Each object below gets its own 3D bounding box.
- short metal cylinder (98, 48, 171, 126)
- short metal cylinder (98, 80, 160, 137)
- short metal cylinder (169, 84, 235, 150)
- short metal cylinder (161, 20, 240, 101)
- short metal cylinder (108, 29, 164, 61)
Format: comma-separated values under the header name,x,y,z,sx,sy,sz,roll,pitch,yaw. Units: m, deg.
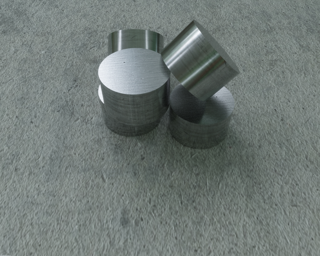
name,x,y,z,sx,sy,sz,roll,pitch,yaw
short metal cylinder,-0.028,-0.049,0.364,0.081,0.050,0.080,0,50,0
short metal cylinder,-0.039,-0.034,0.416,0.081,0.050,0.080,0,50,0
short metal cylinder,0.052,-0.019,0.404,0.081,0.050,0.080,0,50,0
short metal cylinder,0.047,-0.078,0.361,0.050,0.080,0.080,-41,49,22
short metal cylinder,-0.035,-0.105,0.449,0.081,0.080,0.050,0,89,-1
